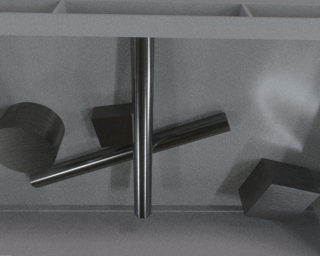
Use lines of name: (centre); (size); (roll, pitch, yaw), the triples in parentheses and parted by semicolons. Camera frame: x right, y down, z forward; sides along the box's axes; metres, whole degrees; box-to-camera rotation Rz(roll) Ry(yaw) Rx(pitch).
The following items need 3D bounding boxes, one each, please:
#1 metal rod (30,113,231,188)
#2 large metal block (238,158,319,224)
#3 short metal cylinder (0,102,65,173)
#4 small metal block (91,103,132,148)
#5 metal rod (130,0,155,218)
metal rod: (-0.051, 0.036, 0.438); (0.301, 0.025, 0.025); (-17, 128, 14)
large metal block: (0.181, 0.099, 0.480); (0.081, 0.050, 0.079); (13, 129, -12)
short metal cylinder: (-0.170, 0.013, 0.402); (0.081, 0.050, 0.079); (0, 130, 0)
small metal block: (-0.057, -0.003, 0.406); (0.050, 0.025, 0.050); (-6, 130, 5)
metal rod: (-0.021, 0.000, 0.383); (0.025, 0.025, 0.298); (1, 123, -1)
